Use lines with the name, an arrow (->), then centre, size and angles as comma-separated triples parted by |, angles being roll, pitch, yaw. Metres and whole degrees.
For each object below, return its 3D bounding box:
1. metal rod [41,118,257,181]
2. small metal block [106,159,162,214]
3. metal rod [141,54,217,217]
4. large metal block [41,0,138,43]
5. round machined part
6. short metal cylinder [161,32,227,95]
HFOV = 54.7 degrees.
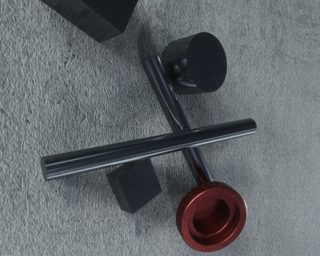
metal rod -> 0.010, 0.019, 0.389 | 0.303, 0.025, 0.025 | -10, 97, -32
small metal block -> -0.031, 0.068, 0.381 | 0.050, 0.025, 0.050 | -31, 110, -36
metal rod -> 0.047, 0.037, 0.446 | 0.025, 0.025, 0.299 | -39, 114, -33
large metal block -> -0.069, -0.152, 0.332 | 0.080, 0.050, 0.080 | 32, 70, -36
round machined part -> 0.068, 0.120, 0.437 | 0.099, 0.042, 0.097 | -4, 105, -16
short metal cylinder -> 0.048, -0.087, 0.431 | 0.081, 0.050, 0.079 | 0, 90, -40
